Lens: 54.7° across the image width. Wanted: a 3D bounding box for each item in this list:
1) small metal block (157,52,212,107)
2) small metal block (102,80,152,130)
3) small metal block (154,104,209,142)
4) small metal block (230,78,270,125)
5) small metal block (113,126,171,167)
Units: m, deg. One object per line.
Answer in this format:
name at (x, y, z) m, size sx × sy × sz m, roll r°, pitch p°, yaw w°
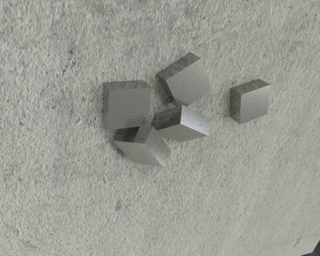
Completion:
small metal block at (0.032, -0.058, 0.388) m, size 0.050 × 0.025 × 0.050 m, roll -33°, pitch 129°, yaw -7°
small metal block at (-0.040, -0.028, 0.367) m, size 0.050 × 0.025 × 0.050 m, roll -7°, pitch 122°, yaw -25°
small metal block at (0.028, -0.004, 0.401) m, size 0.050 × 0.050 × 0.025 m, roll 22°, pitch 64°, yaw -37°
small metal block at (0.131, -0.039, 0.454) m, size 0.050 × 0.025 × 0.050 m, roll -20°, pitch 126°, yaw -17°
small metal block at (-0.022, 0.023, 0.389) m, size 0.050 × 0.050 × 0.025 m, roll 55°, pitch 51°, yaw -40°
